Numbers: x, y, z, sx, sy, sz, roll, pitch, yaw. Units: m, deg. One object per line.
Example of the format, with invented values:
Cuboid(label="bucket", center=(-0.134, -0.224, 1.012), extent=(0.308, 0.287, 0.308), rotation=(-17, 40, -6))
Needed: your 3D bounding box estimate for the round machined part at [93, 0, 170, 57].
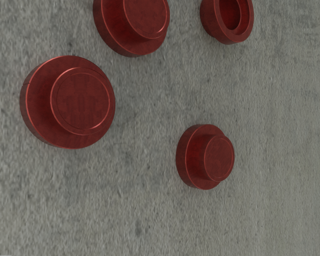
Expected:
Cuboid(label="round machined part", center=(-0.027, -0.138, 0.373), extent=(0.099, 0.042, 0.097), rotation=(0, 90, -40))

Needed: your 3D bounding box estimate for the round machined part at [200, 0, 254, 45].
Cuboid(label="round machined part", center=(0.100, -0.178, 0.479), extent=(0.099, 0.042, 0.097), rotation=(0, 90, -40))

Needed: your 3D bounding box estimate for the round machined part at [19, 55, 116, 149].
Cuboid(label="round machined part", center=(-0.088, -0.027, 0.321), extent=(0.099, 0.042, 0.097), rotation=(0, 90, -40))

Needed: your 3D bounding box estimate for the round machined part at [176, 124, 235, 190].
Cuboid(label="round machined part", center=(0.073, 0.043, 0.458), extent=(0.099, 0.042, 0.097), rotation=(0, 90, -40))
